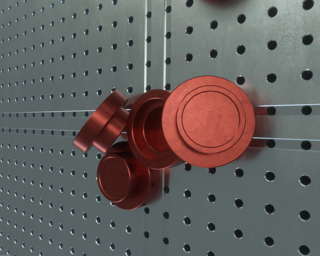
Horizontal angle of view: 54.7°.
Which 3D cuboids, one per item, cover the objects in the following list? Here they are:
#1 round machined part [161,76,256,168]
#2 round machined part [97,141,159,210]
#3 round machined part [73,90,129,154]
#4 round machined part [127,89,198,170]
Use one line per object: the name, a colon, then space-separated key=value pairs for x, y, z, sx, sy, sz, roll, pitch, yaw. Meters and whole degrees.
round machined part: x=0.051 y=-0.007 z=0.323 sx=0.099 sy=0.042 sz=0.097 roll=0 pitch=86 yaw=2
round machined part: x=-0.052 y=0.068 z=0.439 sx=0.098 sy=0.042 sz=0.097 roll=0 pitch=90 yaw=39
round machined part: x=-0.073 y=-0.003 z=0.432 sx=0.042 sy=0.098 sz=0.098 roll=38 pitch=118 yaw=-5
round machined part: x=0.007 y=0.001 z=0.391 sx=0.098 sy=0.042 sz=0.097 roll=0 pitch=90 yaw=39
